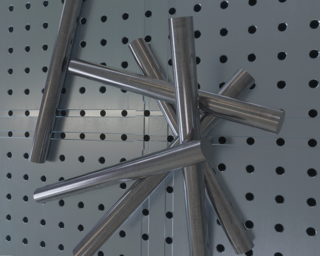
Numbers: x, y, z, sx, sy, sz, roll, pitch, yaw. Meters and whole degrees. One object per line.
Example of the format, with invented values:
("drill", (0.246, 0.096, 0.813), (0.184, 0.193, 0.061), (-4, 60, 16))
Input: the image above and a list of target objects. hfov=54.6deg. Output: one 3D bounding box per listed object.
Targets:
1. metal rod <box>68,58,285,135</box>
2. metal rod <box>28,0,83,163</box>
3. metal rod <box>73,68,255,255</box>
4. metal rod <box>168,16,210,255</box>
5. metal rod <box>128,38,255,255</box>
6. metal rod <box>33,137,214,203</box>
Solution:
("metal rod", (-0.003, -0.048, 0.383), (0.300, 0.025, 0.025), (19, 97, 30))
("metal rod", (-0.153, -0.093, 0.467), (0.025, 0.025, 0.298), (16, 95, 19))
("metal rod", (0.002, 0.048, 0.377), (0.025, 0.025, 0.300), (43, 93, 15))
("metal rod", (0.036, 0.032, 0.352), (0.025, 0.025, 0.298), (0, 108, 20))
("metal rod", (0.036, 0.016, 0.400), (0.025, 0.025, 0.299), (-30, 80, 17))
("metal rod", (-0.069, 0.062, 0.394), (0.299, 0.025, 0.025), (-20, 83, 35))
